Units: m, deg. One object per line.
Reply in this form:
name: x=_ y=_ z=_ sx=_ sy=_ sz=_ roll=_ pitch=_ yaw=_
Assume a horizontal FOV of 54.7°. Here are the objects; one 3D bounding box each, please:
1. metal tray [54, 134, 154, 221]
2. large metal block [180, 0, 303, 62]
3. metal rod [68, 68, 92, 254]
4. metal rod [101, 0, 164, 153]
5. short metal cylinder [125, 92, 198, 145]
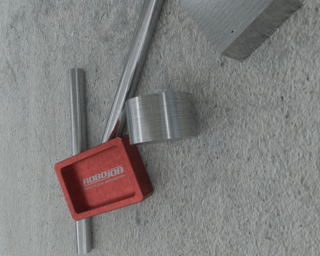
metal tray: x=-0.083 y=0.072 z=0.441 sx=0.130 sy=0.030 sz=0.090 roll=-23 pitch=86 yaw=26
large metal block: x=0.081 y=-0.129 z=0.320 sx=0.080 sy=0.050 sz=0.080 roll=-45 pitch=63 yaw=30
metal rod: x=-0.131 y=0.052 z=0.510 sx=0.025 sy=0.025 sz=0.298 roll=-6 pitch=86 yaw=39
metal rod: x=-0.046 y=-0.060 z=0.440 sx=0.025 sy=0.025 sz=0.298 roll=30 pitch=109 yaw=35
short metal cylinder: x=0.002 y=-0.009 z=0.366 sx=0.080 sy=0.081 sz=0.050 roll=-11 pitch=83 yaw=39
